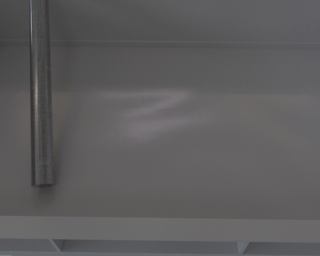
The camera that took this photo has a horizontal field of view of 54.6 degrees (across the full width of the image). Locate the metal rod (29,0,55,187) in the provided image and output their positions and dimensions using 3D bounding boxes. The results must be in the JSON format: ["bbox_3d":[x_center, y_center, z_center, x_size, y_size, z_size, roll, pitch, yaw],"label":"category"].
[{"bbox_3d":[-0.153,-0.075,0.397,0.025,0.025,0.299,-6,72,-5],"label":"metal rod"}]
